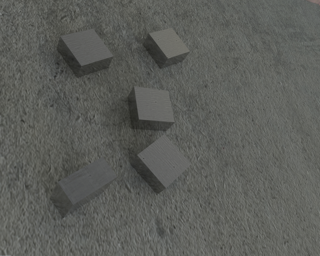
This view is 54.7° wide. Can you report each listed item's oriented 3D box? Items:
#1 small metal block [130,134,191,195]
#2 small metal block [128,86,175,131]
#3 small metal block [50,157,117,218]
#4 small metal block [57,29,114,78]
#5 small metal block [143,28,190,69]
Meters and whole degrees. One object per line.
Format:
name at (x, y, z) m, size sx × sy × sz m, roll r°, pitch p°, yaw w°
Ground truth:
small metal block at (0.001, 0.044, 0.377) m, size 0.050 × 0.025 × 0.050 m, roll 49°, pitch 51°, yaw 6°
small metal block at (-0.012, -0.025, 0.412) m, size 0.050 × 0.025 × 0.050 m, roll 4°, pitch 60°, yaw -26°
small metal block at (-0.077, 0.060, 0.310) m, size 0.050 × 0.050 × 0.025 m, roll -30°, pitch 79°, yaw -38°
small metal block at (-0.099, -0.100, 0.411) m, size 0.050 × 0.025 × 0.050 m, roll -29°, pitch 78°, yaw -37°
small metal block at (0.010, -0.126, 0.486) m, size 0.050 × 0.025 × 0.050 m, roll -27°, pitch 77°, yaw -37°
